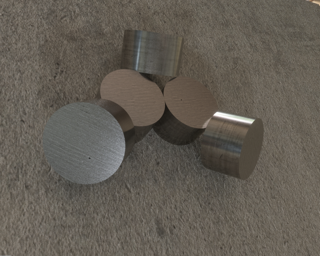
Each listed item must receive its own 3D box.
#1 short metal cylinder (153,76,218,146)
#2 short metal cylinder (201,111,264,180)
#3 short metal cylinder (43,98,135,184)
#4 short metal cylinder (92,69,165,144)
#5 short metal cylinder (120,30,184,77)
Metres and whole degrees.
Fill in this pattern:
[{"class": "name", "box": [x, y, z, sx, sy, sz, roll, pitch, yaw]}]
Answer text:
[{"class": "short metal cylinder", "box": [0.031, -0.023, 0.419, 0.081, 0.050, 0.080, 14, 56, -21]}, {"class": "short metal cylinder", "box": [0.095, 0.021, 0.400, 0.050, 0.080, 0.080, 15, 41, 33]}, {"class": "short metal cylinder", "box": [-0.070, 0.011, 0.317, 0.080, 0.080, 0.050, 40, 11, -2]}, {"class": "short metal cylinder", "box": [-0.041, -0.025, 0.382, 0.081, 0.050, 0.080, 14, 56, -21]}, {"class": "short metal cylinder", "box": [-0.011, -0.100, 0.417, 0.081, 0.080, 0.050, 2, 104, -28]}]
